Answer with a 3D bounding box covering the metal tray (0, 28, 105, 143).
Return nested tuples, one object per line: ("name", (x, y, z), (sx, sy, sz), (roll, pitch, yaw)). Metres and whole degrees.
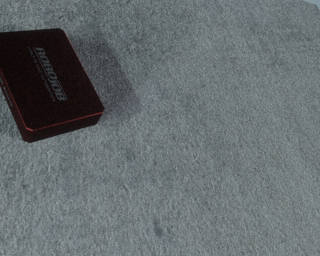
("metal tray", (-0.134, -0.055, 0.363), (0.091, 0.030, 0.130), (-19, 72, -35))
